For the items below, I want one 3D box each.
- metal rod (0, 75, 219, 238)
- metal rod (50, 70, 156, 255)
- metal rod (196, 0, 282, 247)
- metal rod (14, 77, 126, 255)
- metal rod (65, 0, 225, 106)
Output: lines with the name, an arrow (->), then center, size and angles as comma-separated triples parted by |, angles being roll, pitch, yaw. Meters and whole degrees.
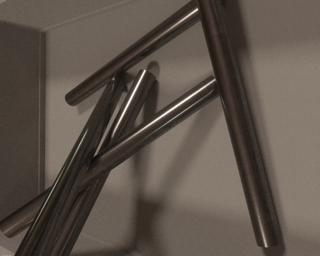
metal rod -> -0.058, 0.035, 0.362 | 0.301, 0.025, 0.025 | -35, 66, 3
metal rod -> -0.079, 0.060, 0.388 | 0.025, 0.025, 0.299 | 15, 74, 39
metal rod -> 0.077, -0.029, 0.323 | 0.025, 0.025, 0.298 | -16, 85, 38
metal rod -> -0.087, 0.029, 0.347 | 0.025, 0.025, 0.300 | -37, 24, 34
metal rod -> -0.042, -0.100, 0.439 | 0.299, 0.025, 0.025 | -25, 74, 36
